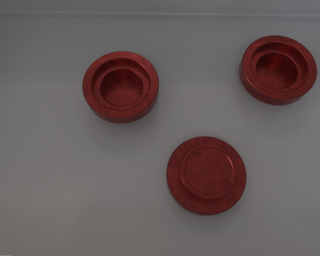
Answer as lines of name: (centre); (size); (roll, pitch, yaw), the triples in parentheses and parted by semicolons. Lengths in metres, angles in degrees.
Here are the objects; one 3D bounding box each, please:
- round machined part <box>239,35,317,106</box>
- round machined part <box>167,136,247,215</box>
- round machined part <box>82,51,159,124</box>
round machined part: (0.158, -0.075, 0.429); (0.099, 0.042, 0.098); (0, 70, 0)
round machined part: (0.057, 0.056, 0.380); (0.099, 0.042, 0.098); (0, 70, 0)
round machined part: (-0.051, -0.051, 0.419); (0.099, 0.042, 0.098); (0, 70, 0)
